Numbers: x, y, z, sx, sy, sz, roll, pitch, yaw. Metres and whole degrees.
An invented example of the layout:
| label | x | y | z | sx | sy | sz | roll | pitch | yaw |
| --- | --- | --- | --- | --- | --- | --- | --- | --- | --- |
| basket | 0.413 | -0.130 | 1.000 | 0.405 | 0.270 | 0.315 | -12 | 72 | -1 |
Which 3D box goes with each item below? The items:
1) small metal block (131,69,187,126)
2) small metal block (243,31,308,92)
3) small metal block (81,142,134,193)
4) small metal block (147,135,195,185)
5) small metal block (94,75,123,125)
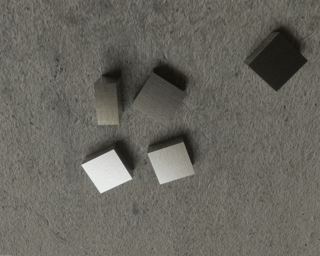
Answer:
| label | x | y | z | sx | sy | sz | roll | pitch | yaw |
| --- | --- | --- | --- | --- | --- | --- | --- | --- | --- |
| small metal block | -0.001 | -0.039 | 0.395 | 0.050 | 0.025 | 0.050 | 31 | 107 | -11 |
| small metal block | 0.141 | -0.082 | 0.381 | 0.050 | 0.025 | 0.050 | 39 | 105 | -13 |
| small metal block | -0.071 | 0.055 | 0.429 | 0.050 | 0.025 | 0.050 | -26 | 108 | 9 |
| small metal block | 0.016 | 0.044 | 0.426 | 0.050 | 0.025 | 0.050 | -18 | 109 | 6 |
| small metal block | -0.062 | -0.036 | 0.383 | 0.025 | 0.050 | 0.050 | -1 | 110 | 0 |
